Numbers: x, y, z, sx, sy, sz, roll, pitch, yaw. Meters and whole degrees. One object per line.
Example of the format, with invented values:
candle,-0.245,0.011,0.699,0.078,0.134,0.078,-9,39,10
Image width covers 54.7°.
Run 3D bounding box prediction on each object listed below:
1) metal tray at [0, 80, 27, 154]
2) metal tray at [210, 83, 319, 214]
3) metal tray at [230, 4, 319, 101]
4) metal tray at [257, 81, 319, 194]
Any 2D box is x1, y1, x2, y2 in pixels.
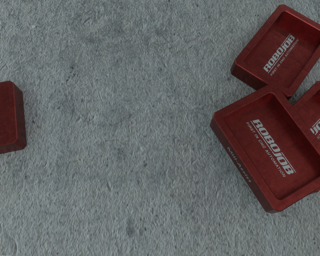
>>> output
metal tray,-0.249,-0.005,0.405,0.131,0.030,0.090,-12,70,-5
metal tray,0.131,0.022,0.365,0.090,0.030,0.130,-27,72,-9
metal tray,0.175,-0.107,0.445,0.090,0.030,0.130,36,74,12
metal tray,0.198,0.011,0.402,0.130,0.030,0.090,-42,75,-14
